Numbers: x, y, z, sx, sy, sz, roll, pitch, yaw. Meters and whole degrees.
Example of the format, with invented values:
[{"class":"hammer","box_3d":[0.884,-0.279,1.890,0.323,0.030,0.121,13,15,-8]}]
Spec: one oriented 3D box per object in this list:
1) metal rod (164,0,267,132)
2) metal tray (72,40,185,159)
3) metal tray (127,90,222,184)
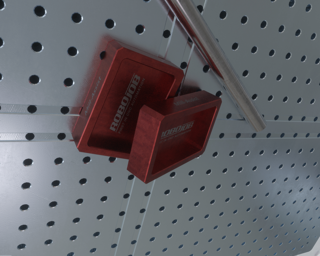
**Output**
[{"class":"metal rod","box_3d":[0.075,-0.085,0.399,0.025,0.025,0.300,-44,130,2]},{"class":"metal tray","box_3d":[-0.039,-0.027,0.370,0.091,0.030,0.129,14,111,-34]},{"class":"metal tray","box_3d":[0.022,0.007,0.389,0.131,0.030,0.089,-19,132,-48]}]
